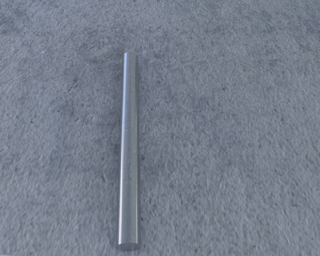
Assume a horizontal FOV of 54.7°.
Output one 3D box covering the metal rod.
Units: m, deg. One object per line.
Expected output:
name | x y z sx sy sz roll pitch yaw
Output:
metal rod | -0.039 0.002 0.400 0.025 0.025 0.300 -2 50 -2
